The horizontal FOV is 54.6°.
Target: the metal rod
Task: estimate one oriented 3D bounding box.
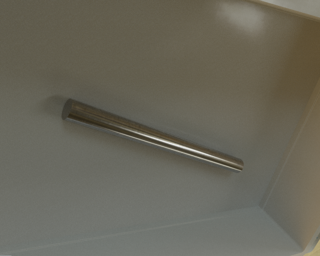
[{"bbox_3d":[0.014,0.021,0.426,0.302,0.025,0.025,20,108,-36],"label":"metal rod"}]
